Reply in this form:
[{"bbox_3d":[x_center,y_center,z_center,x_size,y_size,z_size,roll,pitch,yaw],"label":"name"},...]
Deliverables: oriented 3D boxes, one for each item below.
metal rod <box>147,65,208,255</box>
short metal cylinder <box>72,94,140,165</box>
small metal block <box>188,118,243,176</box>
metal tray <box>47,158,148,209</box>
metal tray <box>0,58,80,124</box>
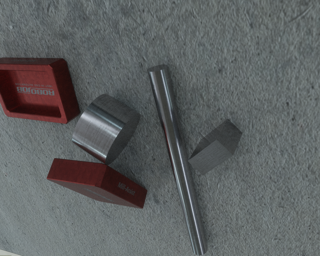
[{"bbox_3d":[0.030,0.061,0.427,0.025,0.025,0.298,0,119,28],"label":"metal rod"},{"bbox_3d":[-0.069,0.002,0.407,0.050,0.080,0.079,31,128,7],"label":"short metal cylinder"},{"bbox_3d":[0.066,0.022,0.369,0.025,0.050,0.050,44,129,-3],"label":"small metal block"},{"bbox_3d":[-0.087,0.084,0.454,0.090,0.030,0.130,2,156,27],"label":"metal tray"},{"bbox_3d":[-0.190,-0.058,0.465,0.130,0.030,0.089,6,121,24],"label":"metal tray"}]
